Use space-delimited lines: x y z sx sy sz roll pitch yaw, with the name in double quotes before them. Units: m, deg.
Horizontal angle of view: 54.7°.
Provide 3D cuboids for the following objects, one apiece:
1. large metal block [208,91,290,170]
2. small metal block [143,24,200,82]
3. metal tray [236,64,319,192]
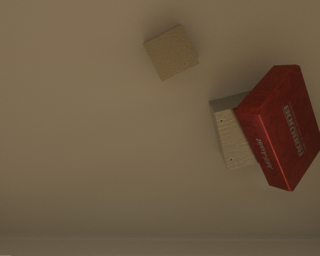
"large metal block" 0.114 -0.001 0.399 0.080 0.050 0.080 -15 110 5
"small metal block" 0.014 -0.092 0.378 0.050 0.025 0.050 -25 109 8
"metal tray" 0.149 0.001 0.374 0.090 0.030 0.130 -45 121 -24
